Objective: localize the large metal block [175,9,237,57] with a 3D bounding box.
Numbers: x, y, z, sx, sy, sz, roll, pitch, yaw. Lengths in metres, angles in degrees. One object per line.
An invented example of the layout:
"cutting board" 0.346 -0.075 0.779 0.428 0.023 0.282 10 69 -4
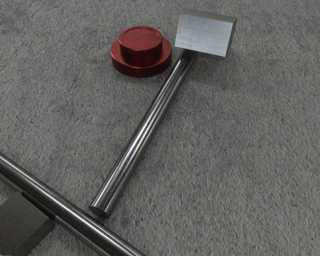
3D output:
"large metal block" 0.076 -0.156 0.501 0.080 0.050 0.080 15 28 12

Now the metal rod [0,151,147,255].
"metal rod" -0.130 0.074 0.339 0.301 0.025 0.025 28 55 21

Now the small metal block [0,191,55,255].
"small metal block" -0.146 0.102 0.316 0.050 0.025 0.050 29 56 22

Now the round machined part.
"round machined part" -0.030 -0.129 0.500 0.099 0.042 0.098 0 50 0

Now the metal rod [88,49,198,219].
"metal rod" -0.007 -0.017 0.416 0.025 0.025 0.301 18 52 14
